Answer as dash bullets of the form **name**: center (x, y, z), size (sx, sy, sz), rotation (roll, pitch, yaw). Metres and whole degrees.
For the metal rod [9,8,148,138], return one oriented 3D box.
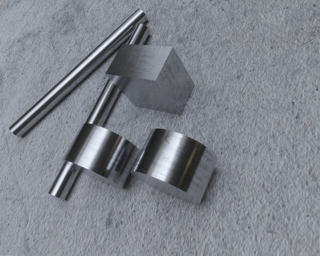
- **metal rod**: center (-0.138, -0.096, 0.535), size (0.300, 0.025, 0.025), rotation (-43, 51, -2)

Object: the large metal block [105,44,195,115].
- **large metal block**: center (-0.011, -0.064, 0.414), size (0.080, 0.080, 0.050), rotation (13, 69, 33)

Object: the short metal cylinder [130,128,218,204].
- **short metal cylinder**: center (0.015, 0.042, 0.335), size (0.080, 0.080, 0.050), rotation (14, 69, 33)

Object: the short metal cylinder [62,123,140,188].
- **short metal cylinder**: center (-0.072, 0.036, 0.385), size (0.080, 0.080, 0.050), rotation (13, 69, 33)

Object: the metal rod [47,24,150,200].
- **metal rod**: center (-0.084, -0.036, 0.470), size (0.025, 0.025, 0.300), rotation (11, 67, 32)
